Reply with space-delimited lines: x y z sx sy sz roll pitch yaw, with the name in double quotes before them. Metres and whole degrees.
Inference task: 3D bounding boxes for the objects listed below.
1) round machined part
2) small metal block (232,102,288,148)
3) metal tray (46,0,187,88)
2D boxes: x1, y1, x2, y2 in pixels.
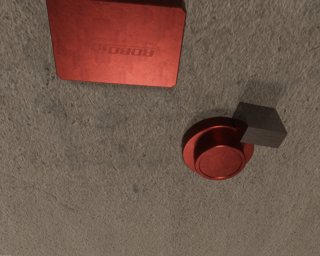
"round machined part" 0.080 0.035 0.427 0.099 0.042 0.097 -1 130 0
"small metal block" 0.124 -0.004 0.389 0.050 0.050 0.025 10 129 -9
"metal tray" -0.043 -0.092 0.325 0.131 0.030 0.089 4 130 -4
